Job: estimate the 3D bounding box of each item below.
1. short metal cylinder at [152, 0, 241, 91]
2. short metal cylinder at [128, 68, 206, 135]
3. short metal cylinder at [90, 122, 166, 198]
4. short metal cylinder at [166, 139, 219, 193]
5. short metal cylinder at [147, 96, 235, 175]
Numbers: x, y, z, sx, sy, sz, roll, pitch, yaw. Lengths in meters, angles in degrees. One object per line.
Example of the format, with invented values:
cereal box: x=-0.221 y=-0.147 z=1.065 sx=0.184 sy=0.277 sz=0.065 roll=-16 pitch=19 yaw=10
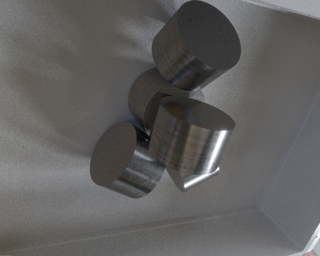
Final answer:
short metal cylinder: x=0.038 y=-0.086 z=0.330 sx=0.081 sy=0.080 sz=0.050 roll=4 pitch=159 yaw=-30
short metal cylinder: x=0.008 y=-0.028 z=0.376 sx=0.081 sy=0.050 sz=0.079 roll=-14 pitch=124 yaw=-21
short metal cylinder: x=-0.039 y=0.039 z=0.373 sx=0.050 sy=0.080 sz=0.080 roll=33 pitch=100 yaw=-38
short metal cylinder: x=0.035 y=0.039 z=0.414 sx=0.050 sy=0.080 sz=0.080 roll=-25 pitch=128 yaw=-12
short metal cylinder: x=0.032 y=0.005 z=0.326 sx=0.081 sy=0.080 sz=0.050 roll=3 pitch=117 yaw=-30
